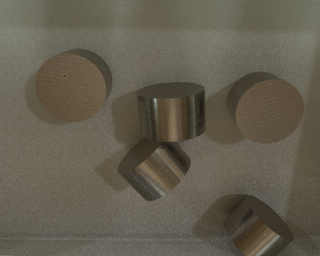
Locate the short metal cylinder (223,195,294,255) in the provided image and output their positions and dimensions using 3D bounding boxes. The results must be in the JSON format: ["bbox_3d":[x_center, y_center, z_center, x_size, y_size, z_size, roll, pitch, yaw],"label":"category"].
[{"bbox_3d":[0.137,0.142,0.435,0.080,0.080,0.050,33,107,-12],"label":"short metal cylinder"}]

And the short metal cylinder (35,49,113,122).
[{"bbox_3d":[-0.102,-0.053,0.377,0.081,0.050,0.079,0,110,0],"label":"short metal cylinder"}]

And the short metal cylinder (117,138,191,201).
[{"bbox_3d":[-0.008,0.046,0.399,0.080,0.080,0.050,-37,106,12],"label":"short metal cylinder"}]

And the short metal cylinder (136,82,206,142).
[{"bbox_3d":[0.014,-0.022,0.374,0.080,0.080,0.050,-4,110,1],"label":"short metal cylinder"}]

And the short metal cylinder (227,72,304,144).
[{"bbox_3d":[0.130,-0.027,0.389,0.081,0.050,0.079,0,110,0],"label":"short metal cylinder"}]
